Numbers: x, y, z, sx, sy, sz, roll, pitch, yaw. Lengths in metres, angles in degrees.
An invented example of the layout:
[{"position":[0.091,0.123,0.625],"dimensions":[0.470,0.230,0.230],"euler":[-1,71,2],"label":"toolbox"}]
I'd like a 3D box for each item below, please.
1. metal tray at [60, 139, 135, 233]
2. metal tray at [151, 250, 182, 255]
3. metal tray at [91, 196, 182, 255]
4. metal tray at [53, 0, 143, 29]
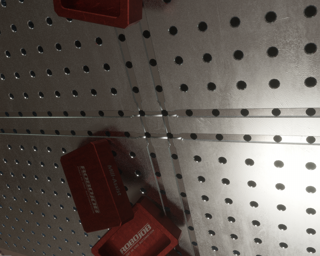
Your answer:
[{"position":[-0.101,0.092,0.486],"dimensions":[0.090,0.030,0.129],"euler":[-24,84,36],"label":"metal tray"},{"position":[-0.011,0.243,0.562],"dimensions":[0.130,0.030,0.089],"euler":[37,129,3],"label":"metal tray"},{"position":[-0.039,0.186,0.507],"dimensions":[0.090,0.030,0.130],"euler":[43,107,4],"label":"metal tray"},{"position":[-0.062,-0.169,0.294],"dimensions":[0.090,0.030,0.129],"euler":[16,125,18],"label":"metal tray"}]
